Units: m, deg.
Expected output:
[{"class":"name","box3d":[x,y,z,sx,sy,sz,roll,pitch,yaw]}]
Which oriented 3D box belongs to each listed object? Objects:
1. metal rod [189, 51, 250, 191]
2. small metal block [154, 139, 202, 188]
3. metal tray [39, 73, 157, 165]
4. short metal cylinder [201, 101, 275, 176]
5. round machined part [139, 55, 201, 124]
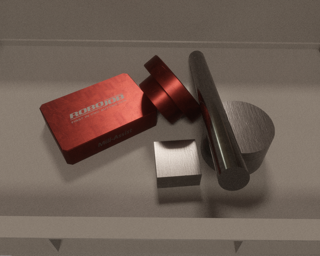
[{"class":"metal rod","box3d":[0.059,-0.037,0.374,0.025,0.025,0.300,0,31,0]},{"class":"small metal block","box3d":[0.020,0.042,0.370,0.050,0.025,0.050,-4,50,-4]},{"class":"metal tray","box3d":[-0.080,-0.017,0.415,0.131,0.030,0.090,-26,55,-20]},{"class":"short metal cylinder","box3d":[0.093,0.013,0.380,0.081,0.050,0.080,0,50,0]},{"class":"round machined part","box3d":[0.010,-0.044,0.403,0.042,0.098,0.098,-40,56,6]}]
